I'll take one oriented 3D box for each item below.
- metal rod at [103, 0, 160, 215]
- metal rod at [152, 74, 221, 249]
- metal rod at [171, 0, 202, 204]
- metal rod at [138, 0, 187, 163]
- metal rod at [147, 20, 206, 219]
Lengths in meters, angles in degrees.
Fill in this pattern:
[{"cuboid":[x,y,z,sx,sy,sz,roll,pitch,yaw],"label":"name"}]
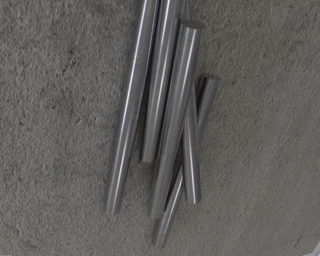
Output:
[{"cuboid":[-0.037,-0.016,0.376,0.025,0.025,0.298,-1,119,-28],"label":"metal rod"},{"cuboid":[0.033,0.064,0.464,0.025,0.025,0.298,0,118,-29],"label":"metal rod"},{"cuboid":[0.033,-0.028,0.387,0.025,0.025,0.298,-17,119,-19],"label":"metal rod"},{"cuboid":[0.005,-0.081,0.336,0.025,0.025,0.298,-8,129,-25],"label":"metal rod"},{"cuboid":[0.013,0.015,0.393,0.025,0.025,0.298,-10,132,-23],"label":"metal rod"}]
